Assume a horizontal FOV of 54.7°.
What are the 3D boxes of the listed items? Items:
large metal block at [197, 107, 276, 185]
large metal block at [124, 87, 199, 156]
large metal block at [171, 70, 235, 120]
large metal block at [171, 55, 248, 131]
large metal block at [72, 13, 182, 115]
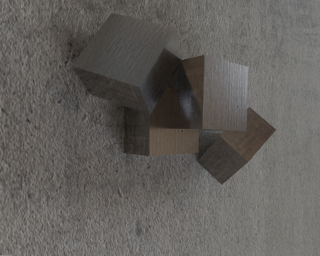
[{"bbox_3d":[0.112,0.027,0.458,0.050,0.080,0.080,44,56,12],"label":"large metal block"},{"bbox_3d":[0.003,-0.008,0.392,0.081,0.050,0.079,0,90,-40],"label":"large metal block"},{"bbox_3d":[0.063,-0.049,0.446,0.081,0.050,0.079,0,90,-40],"label":"large metal block"},{"bbox_3d":[0.061,-0.037,0.375,0.081,0.050,0.079,3,88,-40],"label":"large metal block"},{"bbox_3d":[-0.032,-0.071,0.336,0.080,0.080,0.050,-61,158,-22],"label":"large metal block"}]
